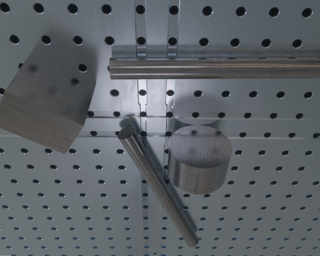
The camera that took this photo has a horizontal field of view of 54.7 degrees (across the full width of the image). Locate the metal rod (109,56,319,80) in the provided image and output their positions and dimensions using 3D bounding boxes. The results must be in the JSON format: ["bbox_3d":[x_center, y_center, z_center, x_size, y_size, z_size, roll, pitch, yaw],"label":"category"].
[{"bbox_3d":[0.095,-0.069,0.354,0.302,0.025,0.025,0,130,0],"label":"metal rod"}]

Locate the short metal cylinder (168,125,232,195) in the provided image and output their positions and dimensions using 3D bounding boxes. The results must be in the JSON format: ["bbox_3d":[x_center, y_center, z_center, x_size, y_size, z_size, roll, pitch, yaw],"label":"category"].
[{"bbox_3d":[0.051,0.041,0.411,0.081,0.080,0.050,1,130,-1],"label":"short metal cylinder"}]

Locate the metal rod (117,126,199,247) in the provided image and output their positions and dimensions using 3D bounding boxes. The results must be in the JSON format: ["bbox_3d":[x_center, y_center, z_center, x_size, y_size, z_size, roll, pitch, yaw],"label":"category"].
[{"bbox_3d":[0.009,0.112,0.507,0.025,0.025,0.299,-17,129,13],"label":"metal rod"}]

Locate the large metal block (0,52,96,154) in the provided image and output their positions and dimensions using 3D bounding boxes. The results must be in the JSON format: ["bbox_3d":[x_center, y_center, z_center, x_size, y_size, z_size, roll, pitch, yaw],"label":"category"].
[{"bbox_3d":[-0.126,-0.029,0.350,0.080,0.080,0.050,27,125,-21],"label":"large metal block"}]
